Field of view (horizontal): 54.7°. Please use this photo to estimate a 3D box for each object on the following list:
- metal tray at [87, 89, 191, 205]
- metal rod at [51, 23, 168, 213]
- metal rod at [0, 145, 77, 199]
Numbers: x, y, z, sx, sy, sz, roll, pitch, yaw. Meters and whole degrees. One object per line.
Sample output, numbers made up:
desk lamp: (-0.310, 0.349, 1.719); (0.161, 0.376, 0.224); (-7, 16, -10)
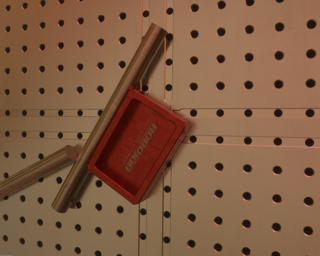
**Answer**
metal tray: (-0.030, 0.025, 0.419); (0.090, 0.030, 0.129); (34, 100, 16)
metal rod: (-0.075, -0.007, 0.437); (0.025, 0.025, 0.299); (34, 100, 16)
metal rod: (-0.259, 0.101, 0.501); (0.300, 0.025, 0.025); (-27, 81, 17)
